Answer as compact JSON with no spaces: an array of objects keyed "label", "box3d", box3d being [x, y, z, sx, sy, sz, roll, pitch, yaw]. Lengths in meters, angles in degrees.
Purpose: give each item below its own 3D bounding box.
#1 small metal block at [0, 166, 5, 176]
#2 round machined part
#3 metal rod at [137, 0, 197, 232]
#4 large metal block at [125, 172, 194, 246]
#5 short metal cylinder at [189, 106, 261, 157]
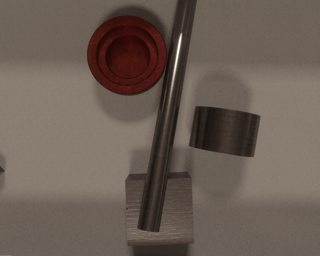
[{"label":"small metal block","box3d":[-0.246,0.057,0.408,0.050,0.025,0.050,-42,91,0]},{"label":"round machined part","box3d":[-0.041,-0.091,0.402,0.099,0.042,0.097,0,90,-1]},{"label":"metal rod","box3d":[0.012,-0.029,0.381,0.025,0.025,0.299,10,78,-1]},{"label":"large metal block","box3d":[0.000,0.101,0.399,0.081,0.050,0.079,-2,90,-1]},{"label":"short metal cylinder","box3d":[0.080,0.004,0.385,0.080,0.080,0.050,9,90,-1]}]
